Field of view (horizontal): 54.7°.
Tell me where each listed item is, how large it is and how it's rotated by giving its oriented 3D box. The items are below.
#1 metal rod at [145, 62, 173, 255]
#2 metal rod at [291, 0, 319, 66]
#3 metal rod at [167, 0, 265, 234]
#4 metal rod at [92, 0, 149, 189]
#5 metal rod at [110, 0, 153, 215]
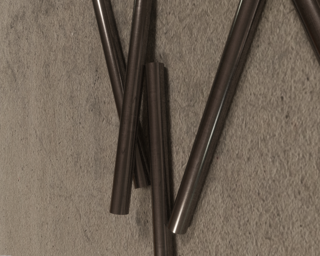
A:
[{"bbox_3d":[0.000,0.065,0.402,0.025,0.025,0.298,-5,87,39],"label":"metal rod"},{"bbox_3d":[0.152,-0.072,0.278,0.025,0.025,0.299,-26,74,37],"label":"metal rod"},{"bbox_3d":[0.062,-0.015,0.352,0.025,0.025,0.298,26,106,36],"label":"metal rod"},{"bbox_3d":[-0.058,-0.062,0.450,0.025,0.025,0.299,-23,76,37],"label":"metal rod"},{"bbox_3d":[-0.037,-0.038,0.411,0.025,0.025,0.298,3,85,39],"label":"metal rod"}]
